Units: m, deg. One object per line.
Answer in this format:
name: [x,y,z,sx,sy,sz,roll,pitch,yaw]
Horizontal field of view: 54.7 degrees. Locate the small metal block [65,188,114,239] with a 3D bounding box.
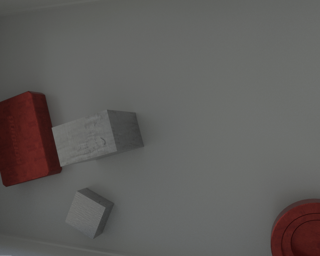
small metal block: [-0.101,0.122,0.445,0.050,0.025,0.050,24,98,18]

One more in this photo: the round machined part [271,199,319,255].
round machined part: [0.174,0.126,0.340,0.098,0.042,0.097,0,90,19]

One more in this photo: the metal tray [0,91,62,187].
metal tray: [-0.211,0.018,0.480,0.090,0.030,0.129,-16,85,18]

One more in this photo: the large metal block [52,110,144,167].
large metal block: [-0.078,0.013,0.408,0.080,0.080,0.050,-16,85,19]
